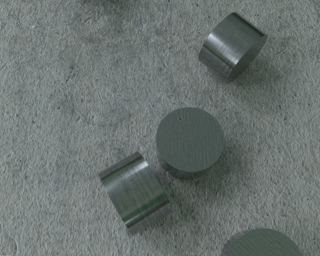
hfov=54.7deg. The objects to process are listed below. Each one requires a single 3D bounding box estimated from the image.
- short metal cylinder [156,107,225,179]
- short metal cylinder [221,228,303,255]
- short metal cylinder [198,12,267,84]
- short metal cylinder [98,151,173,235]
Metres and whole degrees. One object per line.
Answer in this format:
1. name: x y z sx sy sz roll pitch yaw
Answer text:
1. short metal cylinder: 0.036 0.020 0.387 0.081 0.050 0.080 0 70 0
2. short metal cylinder: 0.110 0.153 0.340 0.081 0.050 0.080 0 70 0
3. short metal cylinder: 0.098 -0.107 0.418 0.080 0.080 0.050 -43 76 -14
4. short metal cylinder: -0.028 0.073 0.352 0.050 0.080 0.080 -29 73 -10
